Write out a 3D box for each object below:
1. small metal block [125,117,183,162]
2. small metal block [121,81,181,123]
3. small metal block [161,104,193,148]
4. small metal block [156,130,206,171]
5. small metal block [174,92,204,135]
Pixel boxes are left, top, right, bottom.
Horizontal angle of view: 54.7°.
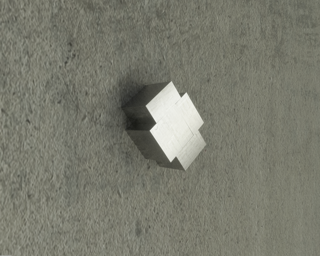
[{"bbox_3d":[-0.008,0.014,0.384,0.025,0.050,0.050,-48,119,-30],"label":"small metal block"},{"bbox_3d":[-0.011,-0.031,0.382,0.050,0.050,0.025,-47,119,-30],"label":"small metal block"},{"bbox_3d":[0.007,-0.002,0.397,0.025,0.050,0.050,-48,119,-30],"label":"small metal block"},{"bbox_3d":[0.024,0.028,0.412,0.050,0.050,0.025,-47,119,-30],"label":"small metal block"},{"bbox_3d":[0.022,-0.018,0.410,0.025,0.050,0.050,-49,119,-29],"label":"small metal block"}]
